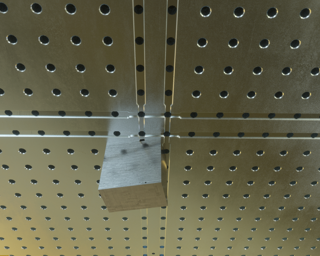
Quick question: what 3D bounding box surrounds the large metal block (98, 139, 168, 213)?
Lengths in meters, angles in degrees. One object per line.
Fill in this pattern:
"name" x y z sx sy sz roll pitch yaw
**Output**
"large metal block" -0.034 0.065 0.430 0.080 0.080 0.050 -8 130 6
